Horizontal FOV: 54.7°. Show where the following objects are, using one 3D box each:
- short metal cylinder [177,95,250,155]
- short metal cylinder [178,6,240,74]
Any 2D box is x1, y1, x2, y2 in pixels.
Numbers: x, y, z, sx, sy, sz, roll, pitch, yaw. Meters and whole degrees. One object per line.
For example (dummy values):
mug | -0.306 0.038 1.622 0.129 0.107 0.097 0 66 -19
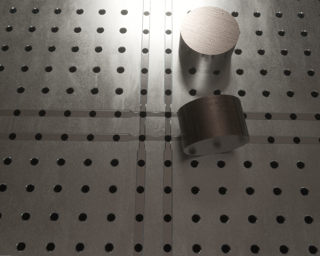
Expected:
short metal cylinder | 0.065 -0.001 0.384 0.081 0.080 0.050 -7 71 -3
short metal cylinder | 0.068 -0.126 0.445 0.081 0.050 0.080 0 70 0
